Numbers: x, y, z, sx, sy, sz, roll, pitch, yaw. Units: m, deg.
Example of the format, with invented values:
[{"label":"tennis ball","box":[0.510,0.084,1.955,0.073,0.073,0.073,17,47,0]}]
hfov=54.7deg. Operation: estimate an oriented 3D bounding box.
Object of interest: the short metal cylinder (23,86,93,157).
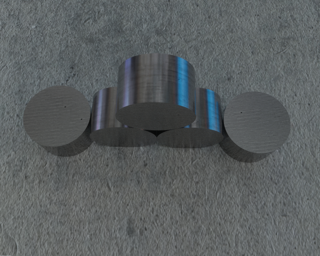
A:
[{"label":"short metal cylinder","box":[-0.125,-0.007,0.398,0.081,0.050,0.080,0,70,-1]}]

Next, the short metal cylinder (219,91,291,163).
[{"label":"short metal cylinder","box":[0.117,0.000,0.396,0.081,0.050,0.080,0,70,-1]}]

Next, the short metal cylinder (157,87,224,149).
[{"label":"short metal cylinder","box":[0.036,-0.010,0.384,0.081,0.080,0.050,0,69,0]}]

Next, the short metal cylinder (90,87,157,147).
[{"label":"short metal cylinder","box":[-0.044,-0.011,0.384,0.081,0.080,0.050,0,70,0]}]

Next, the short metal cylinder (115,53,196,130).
[{"label":"short metal cylinder","box":[-0.004,-0.034,0.319,0.080,0.080,0.050,1,71,0]}]
